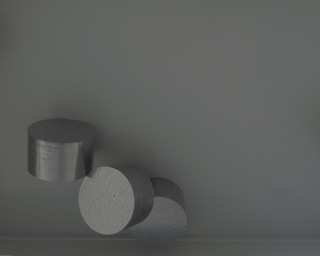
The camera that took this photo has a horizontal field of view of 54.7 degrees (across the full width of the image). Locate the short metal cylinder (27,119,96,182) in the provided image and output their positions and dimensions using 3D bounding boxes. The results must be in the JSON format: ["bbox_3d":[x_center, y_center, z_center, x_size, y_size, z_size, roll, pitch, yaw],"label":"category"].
[{"bbox_3d":[-0.124,0.025,0.390,0.081,0.080,0.050,8,110,-3],"label":"short metal cylinder"}]

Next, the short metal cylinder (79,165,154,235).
[{"bbox_3d":[-0.054,0.088,0.392,0.080,0.050,0.080,-2,84,25],"label":"short metal cylinder"}]

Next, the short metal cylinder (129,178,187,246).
[{"bbox_3d":[-0.004,0.118,0.441,0.081,0.050,0.079,0,110,0],"label":"short metal cylinder"}]
